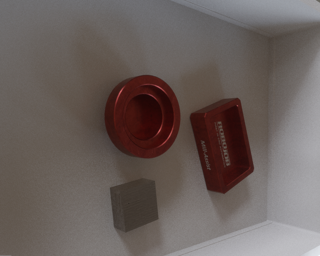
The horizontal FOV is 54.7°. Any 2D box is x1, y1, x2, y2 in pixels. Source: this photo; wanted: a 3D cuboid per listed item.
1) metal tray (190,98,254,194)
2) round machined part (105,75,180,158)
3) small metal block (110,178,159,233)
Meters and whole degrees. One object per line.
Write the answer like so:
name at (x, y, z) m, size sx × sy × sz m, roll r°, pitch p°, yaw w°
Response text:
metal tray at (0.101, 0.026, 0.491) m, size 0.091 × 0.030 × 0.129 m, roll -25°, pitch 106°, yaw -38°
round machined part at (-0.025, -0.013, 0.377) m, size 0.099 × 0.042 × 0.097 m, roll 0°, pitch 90°, yaw -40°
small metal block at (-0.031, 0.094, 0.383) m, size 0.050 × 0.025 × 0.050 m, roll -9°, pitch 96°, yaw -40°
